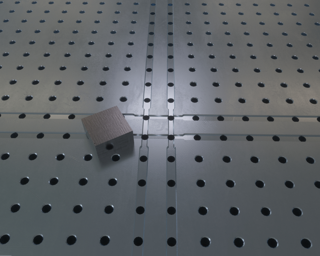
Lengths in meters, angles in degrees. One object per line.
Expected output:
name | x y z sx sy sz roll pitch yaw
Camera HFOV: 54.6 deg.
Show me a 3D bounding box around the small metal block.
small metal block | -0.068 0.004 0.404 0.050 0.025 0.050 -23 54 -18
